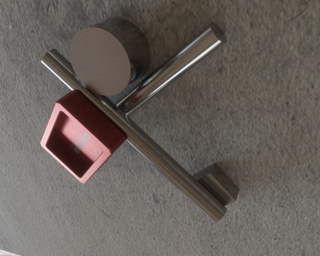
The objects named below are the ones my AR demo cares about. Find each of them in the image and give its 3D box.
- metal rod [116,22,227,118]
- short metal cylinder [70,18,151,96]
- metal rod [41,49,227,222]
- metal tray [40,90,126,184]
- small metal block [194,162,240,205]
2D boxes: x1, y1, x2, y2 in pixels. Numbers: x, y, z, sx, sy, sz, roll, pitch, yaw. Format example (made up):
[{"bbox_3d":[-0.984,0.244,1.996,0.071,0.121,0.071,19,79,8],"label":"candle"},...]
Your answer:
[{"bbox_3d":[-0.039,-0.033,0.407,0.299,0.025,0.025,-33,100,38],"label":"metal rod"},{"bbox_3d":[-0.058,-0.085,0.368,0.080,0.050,0.079,13,124,20],"label":"short metal cylinder"},{"bbox_3d":[-0.031,0.011,0.398,0.300,0.025,0.025,43,129,-2],"label":"metal rod"},{"bbox_3d":[-0.110,0.018,0.422,0.090,0.030,0.129,43,141,-2],"label":"metal tray"},{"bbox_3d":[0.070,0.082,0.420,0.050,0.025,0.050,47,129,-6],"label":"small metal block"}]
